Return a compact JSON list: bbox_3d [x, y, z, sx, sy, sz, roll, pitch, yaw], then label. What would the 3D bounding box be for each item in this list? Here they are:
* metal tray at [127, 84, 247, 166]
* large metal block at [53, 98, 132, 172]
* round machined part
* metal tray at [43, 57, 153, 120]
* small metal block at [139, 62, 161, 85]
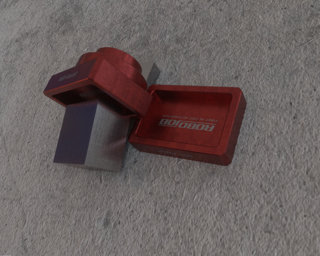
[{"bbox_3d":[0.033,-0.008,0.389,0.130,0.030,0.090,7,65,30],"label":"metal tray"},{"bbox_3d":[-0.089,0.012,0.403,0.080,0.050,0.080,-4,71,46],"label":"large metal block"},{"bbox_3d":[-0.063,-0.072,0.420,0.098,0.098,0.042,6,65,30],"label":"round machined part"},{"bbox_3d":[-0.085,-0.043,0.411,0.130,0.090,0.030,-4,59,47],"label":"metal tray"},{"bbox_3d":[-0.033,-0.072,0.466,0.050,0.025,0.050,7,65,31],"label":"small metal block"}]
